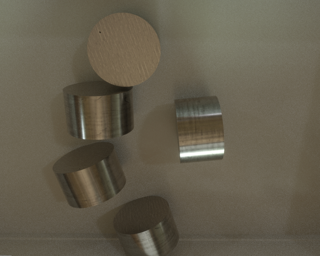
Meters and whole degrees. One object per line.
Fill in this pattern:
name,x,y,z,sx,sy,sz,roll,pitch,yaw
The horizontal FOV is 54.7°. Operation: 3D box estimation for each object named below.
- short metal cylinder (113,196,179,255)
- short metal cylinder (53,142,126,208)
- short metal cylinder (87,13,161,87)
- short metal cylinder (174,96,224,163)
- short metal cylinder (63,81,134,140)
short metal cylinder,-0.019,0.140,0.433,0.080,0.080,0.050,-16,110,5
short metal cylinder,-0.090,0.059,0.402,0.080,0.080,0.050,-15,110,5
short metal cylinder,-0.040,-0.093,0.363,0.081,0.050,0.079,0,110,-1
short metal cylinder,0.047,0.002,0.383,0.050,0.080,0.079,-5,110,2
short metal cylinder,-0.072,-0.024,0.372,0.081,0.080,0.050,0,110,0
